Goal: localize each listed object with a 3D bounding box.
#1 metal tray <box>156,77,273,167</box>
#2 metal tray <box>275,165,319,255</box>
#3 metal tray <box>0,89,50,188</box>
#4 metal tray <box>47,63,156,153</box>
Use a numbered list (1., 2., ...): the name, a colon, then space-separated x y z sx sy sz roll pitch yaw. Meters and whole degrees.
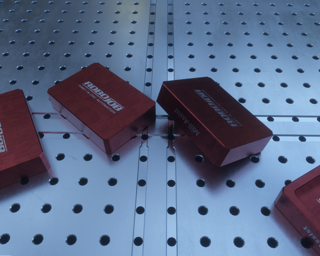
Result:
1. metal tray: 0.067 -0.015 0.399 0.091 0.030 0.130 -13 48 -37
2. metal tray: 0.199 0.100 0.321 0.091 0.030 0.130 -24 54 -19
3. metal tray: -0.204 0.013 0.393 0.091 0.030 0.130 -22 53 -17
4. metal tray: -0.081 -0.033 0.432 0.130 0.030 0.090 36 59 26
